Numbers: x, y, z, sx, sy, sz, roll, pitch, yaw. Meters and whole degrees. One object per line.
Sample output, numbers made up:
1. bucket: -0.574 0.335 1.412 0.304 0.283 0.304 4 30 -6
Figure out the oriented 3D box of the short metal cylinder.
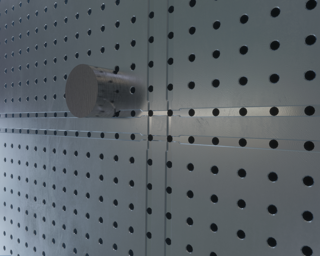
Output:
1. short metal cylinder: -0.101 -0.055 0.478 0.080 0.050 0.080 0 90 40
